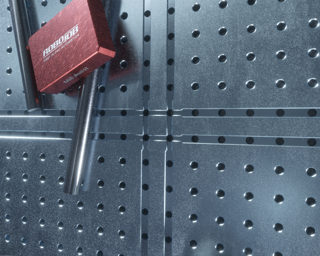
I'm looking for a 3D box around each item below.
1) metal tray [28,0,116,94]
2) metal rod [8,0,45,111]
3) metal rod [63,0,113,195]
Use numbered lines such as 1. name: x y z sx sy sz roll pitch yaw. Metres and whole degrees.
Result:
1. metal tray: -0.128 -0.114 0.434 0.130 0.030 0.090 -24 74 30
2. metal rod: -0.222 -0.174 0.490 0.025 0.025 0.298 -13 86 19
3. metal rod: -0.104 -0.052 0.449 0.025 0.025 0.298 12 94 19
